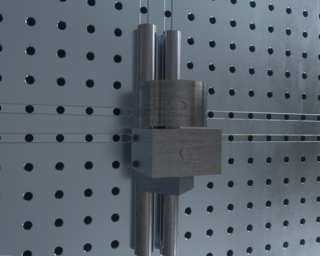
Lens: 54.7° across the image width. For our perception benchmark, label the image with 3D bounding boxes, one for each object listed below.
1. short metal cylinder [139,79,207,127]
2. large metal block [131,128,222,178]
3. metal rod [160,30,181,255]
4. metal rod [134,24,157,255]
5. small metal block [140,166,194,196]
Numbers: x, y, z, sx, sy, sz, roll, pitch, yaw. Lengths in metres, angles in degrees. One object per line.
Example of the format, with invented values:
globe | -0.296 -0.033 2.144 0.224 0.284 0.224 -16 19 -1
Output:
short metal cylinder | 0.016 -0.027 0.368 0.081 0.080 0.050 1 90 -20
large metal block | 0.016 0.026 0.364 0.081 0.080 0.050 0 90 -20
metal rod | 0.014 0.020 0.420 0.025 0.025 0.298 1 90 -20
metal rod | -0.019 0.015 0.408 0.025 0.025 0.298 1 90 -20
small metal block | 0.010 0.063 0.380 0.050 0.050 0.025 1 90 -65
